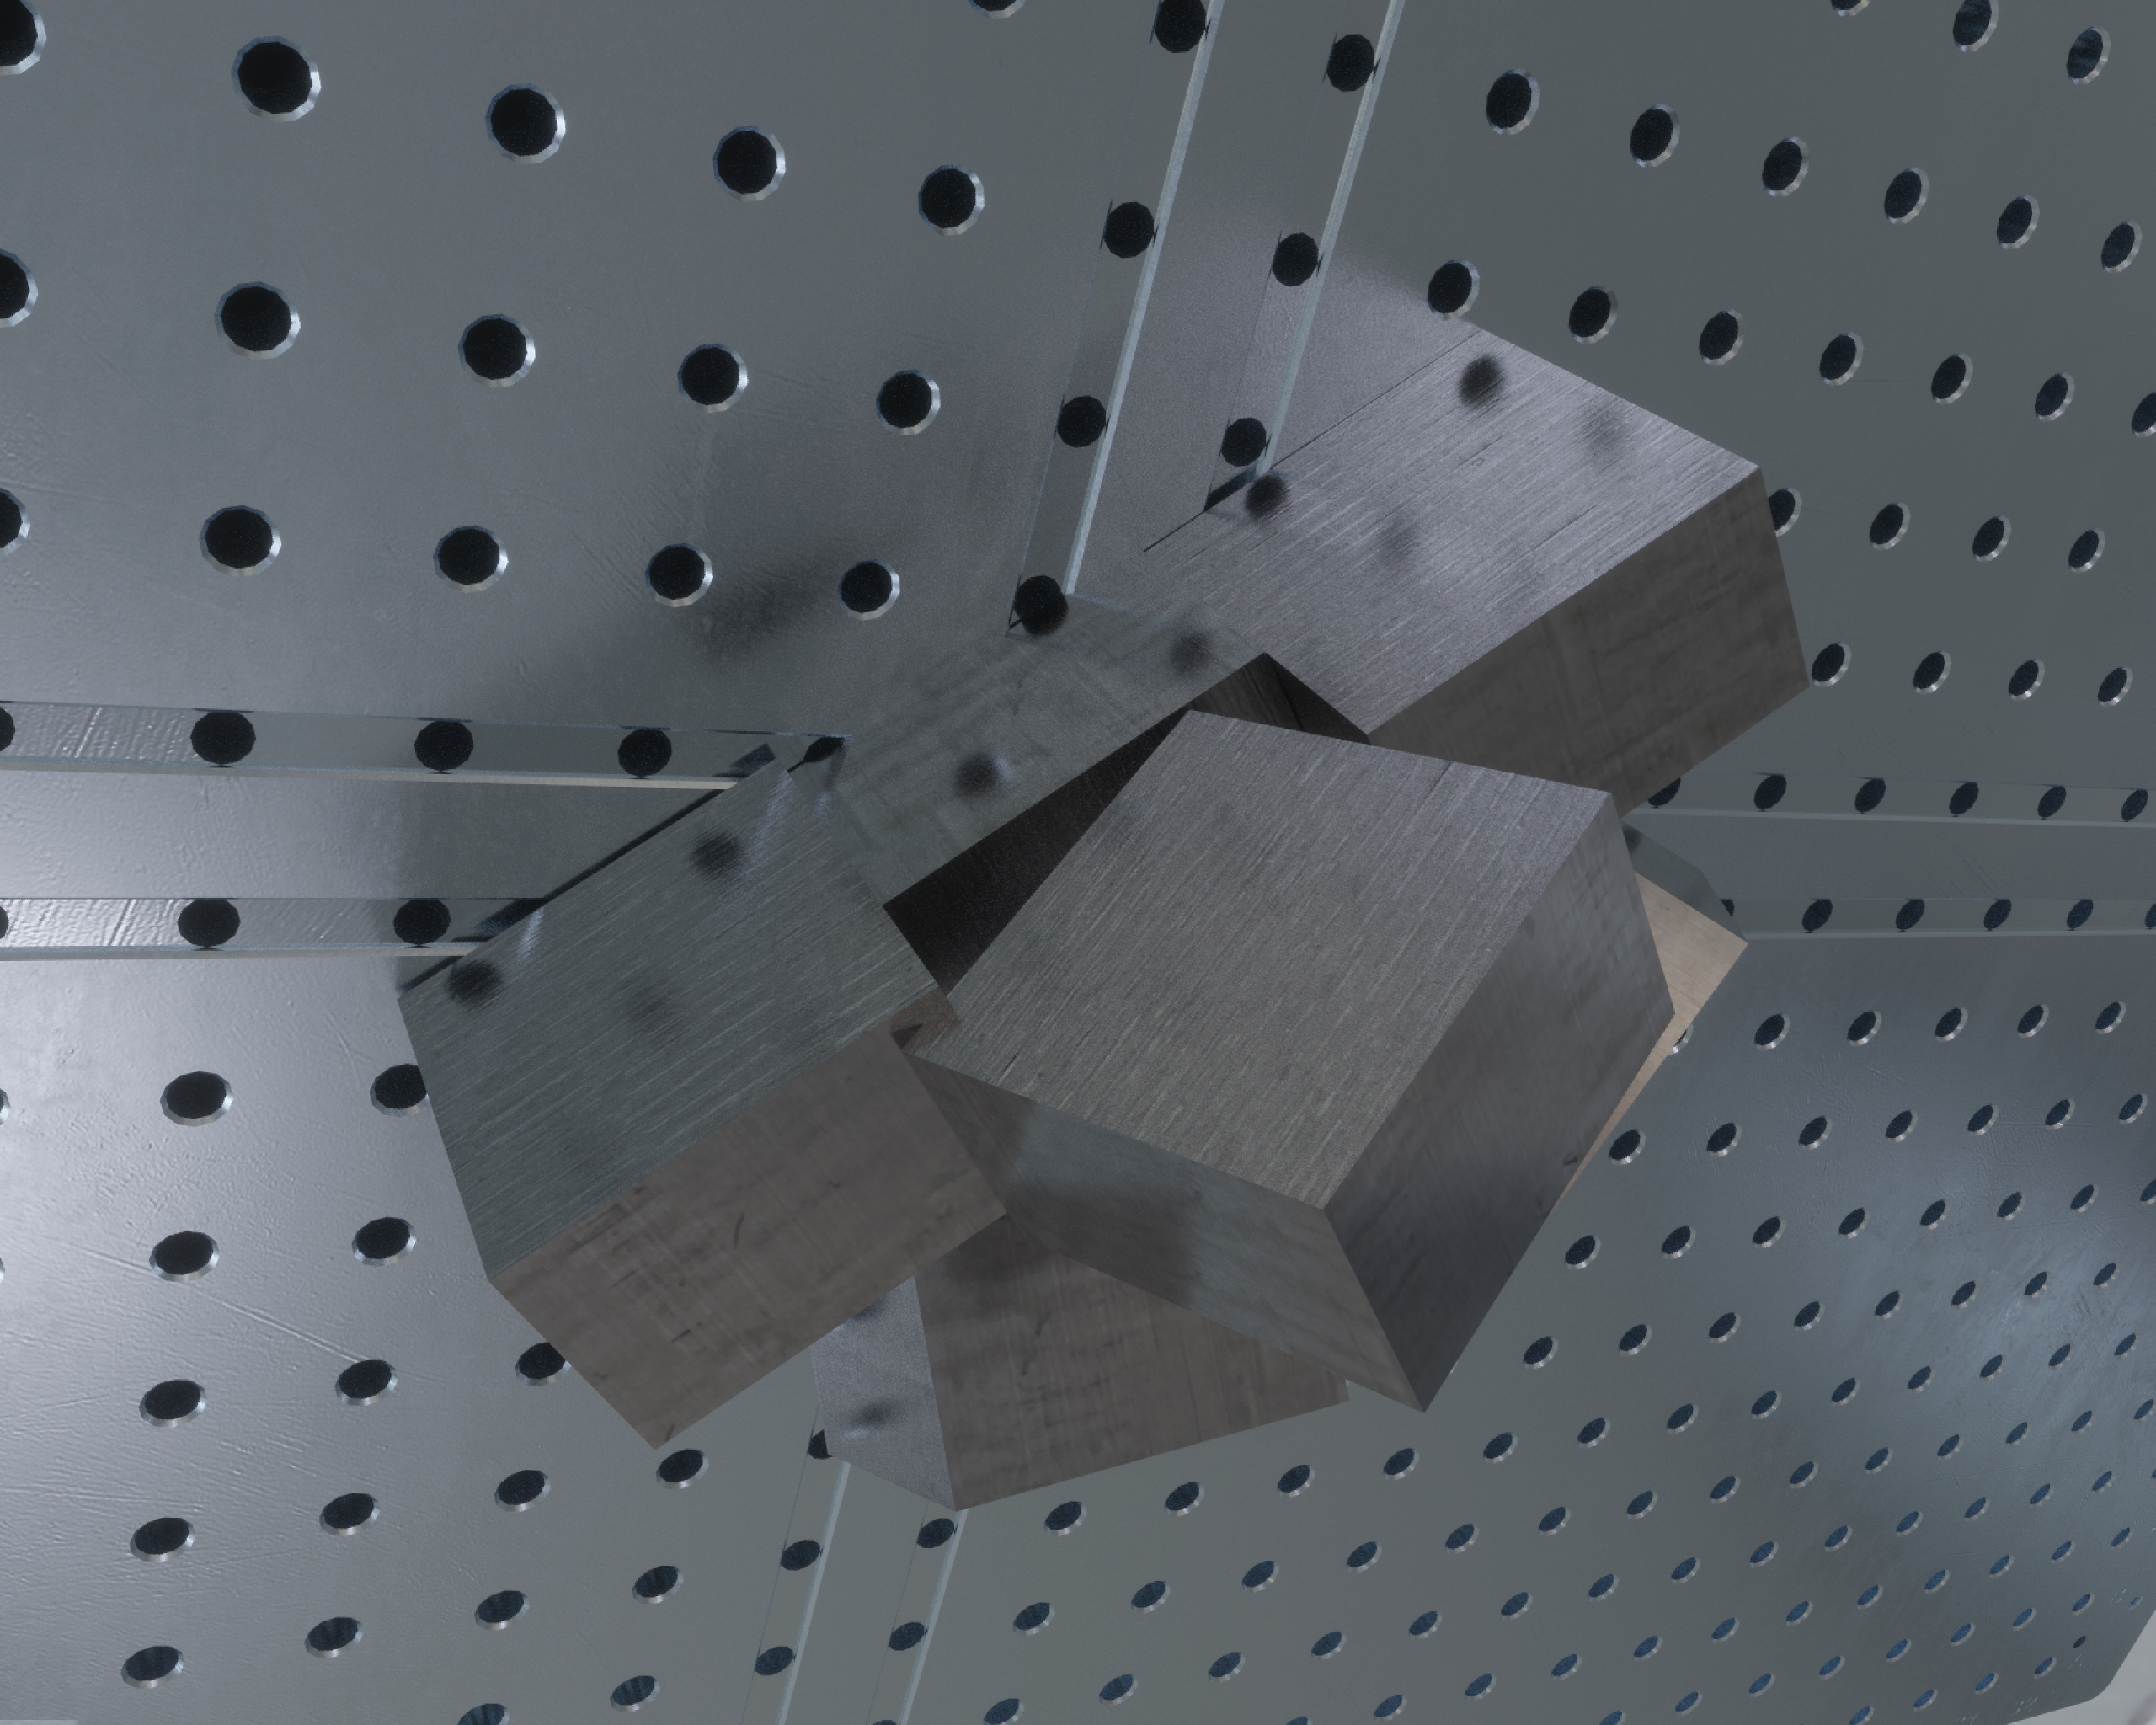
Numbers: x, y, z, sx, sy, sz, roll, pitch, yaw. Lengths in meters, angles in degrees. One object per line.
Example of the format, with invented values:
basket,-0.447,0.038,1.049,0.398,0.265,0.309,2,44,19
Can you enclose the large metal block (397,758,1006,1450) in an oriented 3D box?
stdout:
large metal block,-0.062,0.039,0.363,0.080,0.080,0.050,-33,129,-7

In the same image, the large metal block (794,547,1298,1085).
large metal block,0.004,0.001,0.399,0.080,0.050,0.080,-34,129,-6

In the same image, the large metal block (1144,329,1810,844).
large metal block,0.072,-0.045,0.386,0.080,0.080,0.050,-34,129,-6

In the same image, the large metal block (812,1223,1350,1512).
large metal block,-0.005,0.088,0.418,0.081,0.080,0.050,-9,86,-24

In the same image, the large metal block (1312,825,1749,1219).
large metal block,0.088,0.027,0.431,0.050,0.080,0.080,33,103,4

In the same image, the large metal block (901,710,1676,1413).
large metal block,0.035,0.027,0.329,0.080,0.080,0.050,-50,134,-26
